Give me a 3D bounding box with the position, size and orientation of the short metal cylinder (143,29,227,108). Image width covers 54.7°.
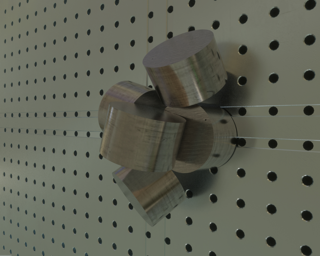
[{"bbox_3d":[0.028,-0.066,0.341,0.080,0.080,0.050,3,132,40],"label":"short metal cylinder"}]

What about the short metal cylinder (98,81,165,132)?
[{"bbox_3d":[-0.032,-0.016,0.400,0.050,0.081,0.079,24,105,37],"label":"short metal cylinder"}]

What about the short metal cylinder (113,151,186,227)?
[{"bbox_3d":[-0.014,0.072,0.377,0.080,0.050,0.080,46,160,23],"label":"short metal cylinder"}]

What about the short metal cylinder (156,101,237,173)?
[{"bbox_3d":[0.040,0.010,0.359,0.080,0.050,0.080,-1,88,40],"label":"short metal cylinder"}]

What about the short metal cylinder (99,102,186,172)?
[{"bbox_3d":[-0.018,0.007,0.322,0.080,0.081,0.050,22,104,38],"label":"short metal cylinder"}]
